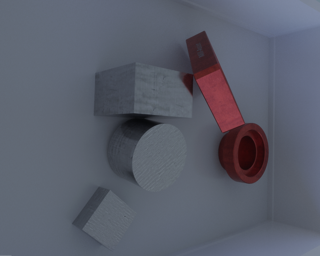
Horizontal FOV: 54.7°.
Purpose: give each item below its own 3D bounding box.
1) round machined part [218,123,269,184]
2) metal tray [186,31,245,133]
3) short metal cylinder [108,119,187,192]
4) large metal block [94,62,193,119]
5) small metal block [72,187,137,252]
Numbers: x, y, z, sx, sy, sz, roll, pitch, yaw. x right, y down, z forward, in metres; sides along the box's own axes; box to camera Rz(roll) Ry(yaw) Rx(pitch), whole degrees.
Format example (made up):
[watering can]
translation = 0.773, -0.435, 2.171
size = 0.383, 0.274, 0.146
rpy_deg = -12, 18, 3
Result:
[round machined part]
translation = 0.134, 0.041, 0.511
size = 0.099, 0.042, 0.097
rpy_deg = 0, 90, -40
[metal tray]
translation = 0.071, -0.065, 0.410
size = 0.090, 0.030, 0.130
rpy_deg = 58, 17, -30
[short metal cylinder]
translation = -0.014, 0.030, 0.373
size = 0.081, 0.050, 0.079
rpy_deg = -9, 105, -38
[large metal block]
translation = -0.020, -0.038, 0.356
size = 0.081, 0.080, 0.050
rpy_deg = 3, 88, -40
[small metal block]
translation = -0.062, 0.104, 0.356
size = 0.050, 0.025, 0.050
rpy_deg = 50, 61, -29
